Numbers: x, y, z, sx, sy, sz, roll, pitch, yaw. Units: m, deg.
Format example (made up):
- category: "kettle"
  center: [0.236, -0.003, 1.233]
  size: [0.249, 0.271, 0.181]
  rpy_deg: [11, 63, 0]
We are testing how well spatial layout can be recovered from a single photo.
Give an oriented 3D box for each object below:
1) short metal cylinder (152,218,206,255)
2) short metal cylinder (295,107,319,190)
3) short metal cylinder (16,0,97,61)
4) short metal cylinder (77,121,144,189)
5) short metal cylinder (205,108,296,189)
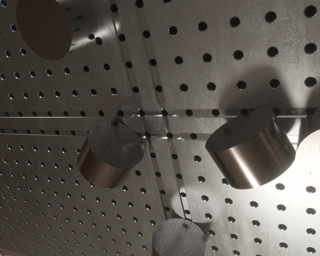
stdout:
- category: "short metal cylinder"
  center: [0.028, 0.187, 0.476]
  size: [0.080, 0.080, 0.050]
  rpy_deg: [15, 125, 19]
- category: "short metal cylinder"
  center: [0.182, 0.021, 0.312]
  size: [0.080, 0.050, 0.079]
  rpy_deg: [13, 124, 20]
- category: "short metal cylinder"
  center: [-0.125, -0.129, 0.379]
  size: [0.080, 0.050, 0.079]
  rpy_deg: [13, 124, 20]
- category: "short metal cylinder"
  center: [-0.069, 0.037, 0.433]
  size: [0.080, 0.080, 0.050]
  rpy_deg: [36, 129, 3]
- category: "short metal cylinder"
  center: [0.097, 0.021, 0.337]
  size: [0.080, 0.080, 0.050]
  rpy_deg: [-24, 105, 36]
